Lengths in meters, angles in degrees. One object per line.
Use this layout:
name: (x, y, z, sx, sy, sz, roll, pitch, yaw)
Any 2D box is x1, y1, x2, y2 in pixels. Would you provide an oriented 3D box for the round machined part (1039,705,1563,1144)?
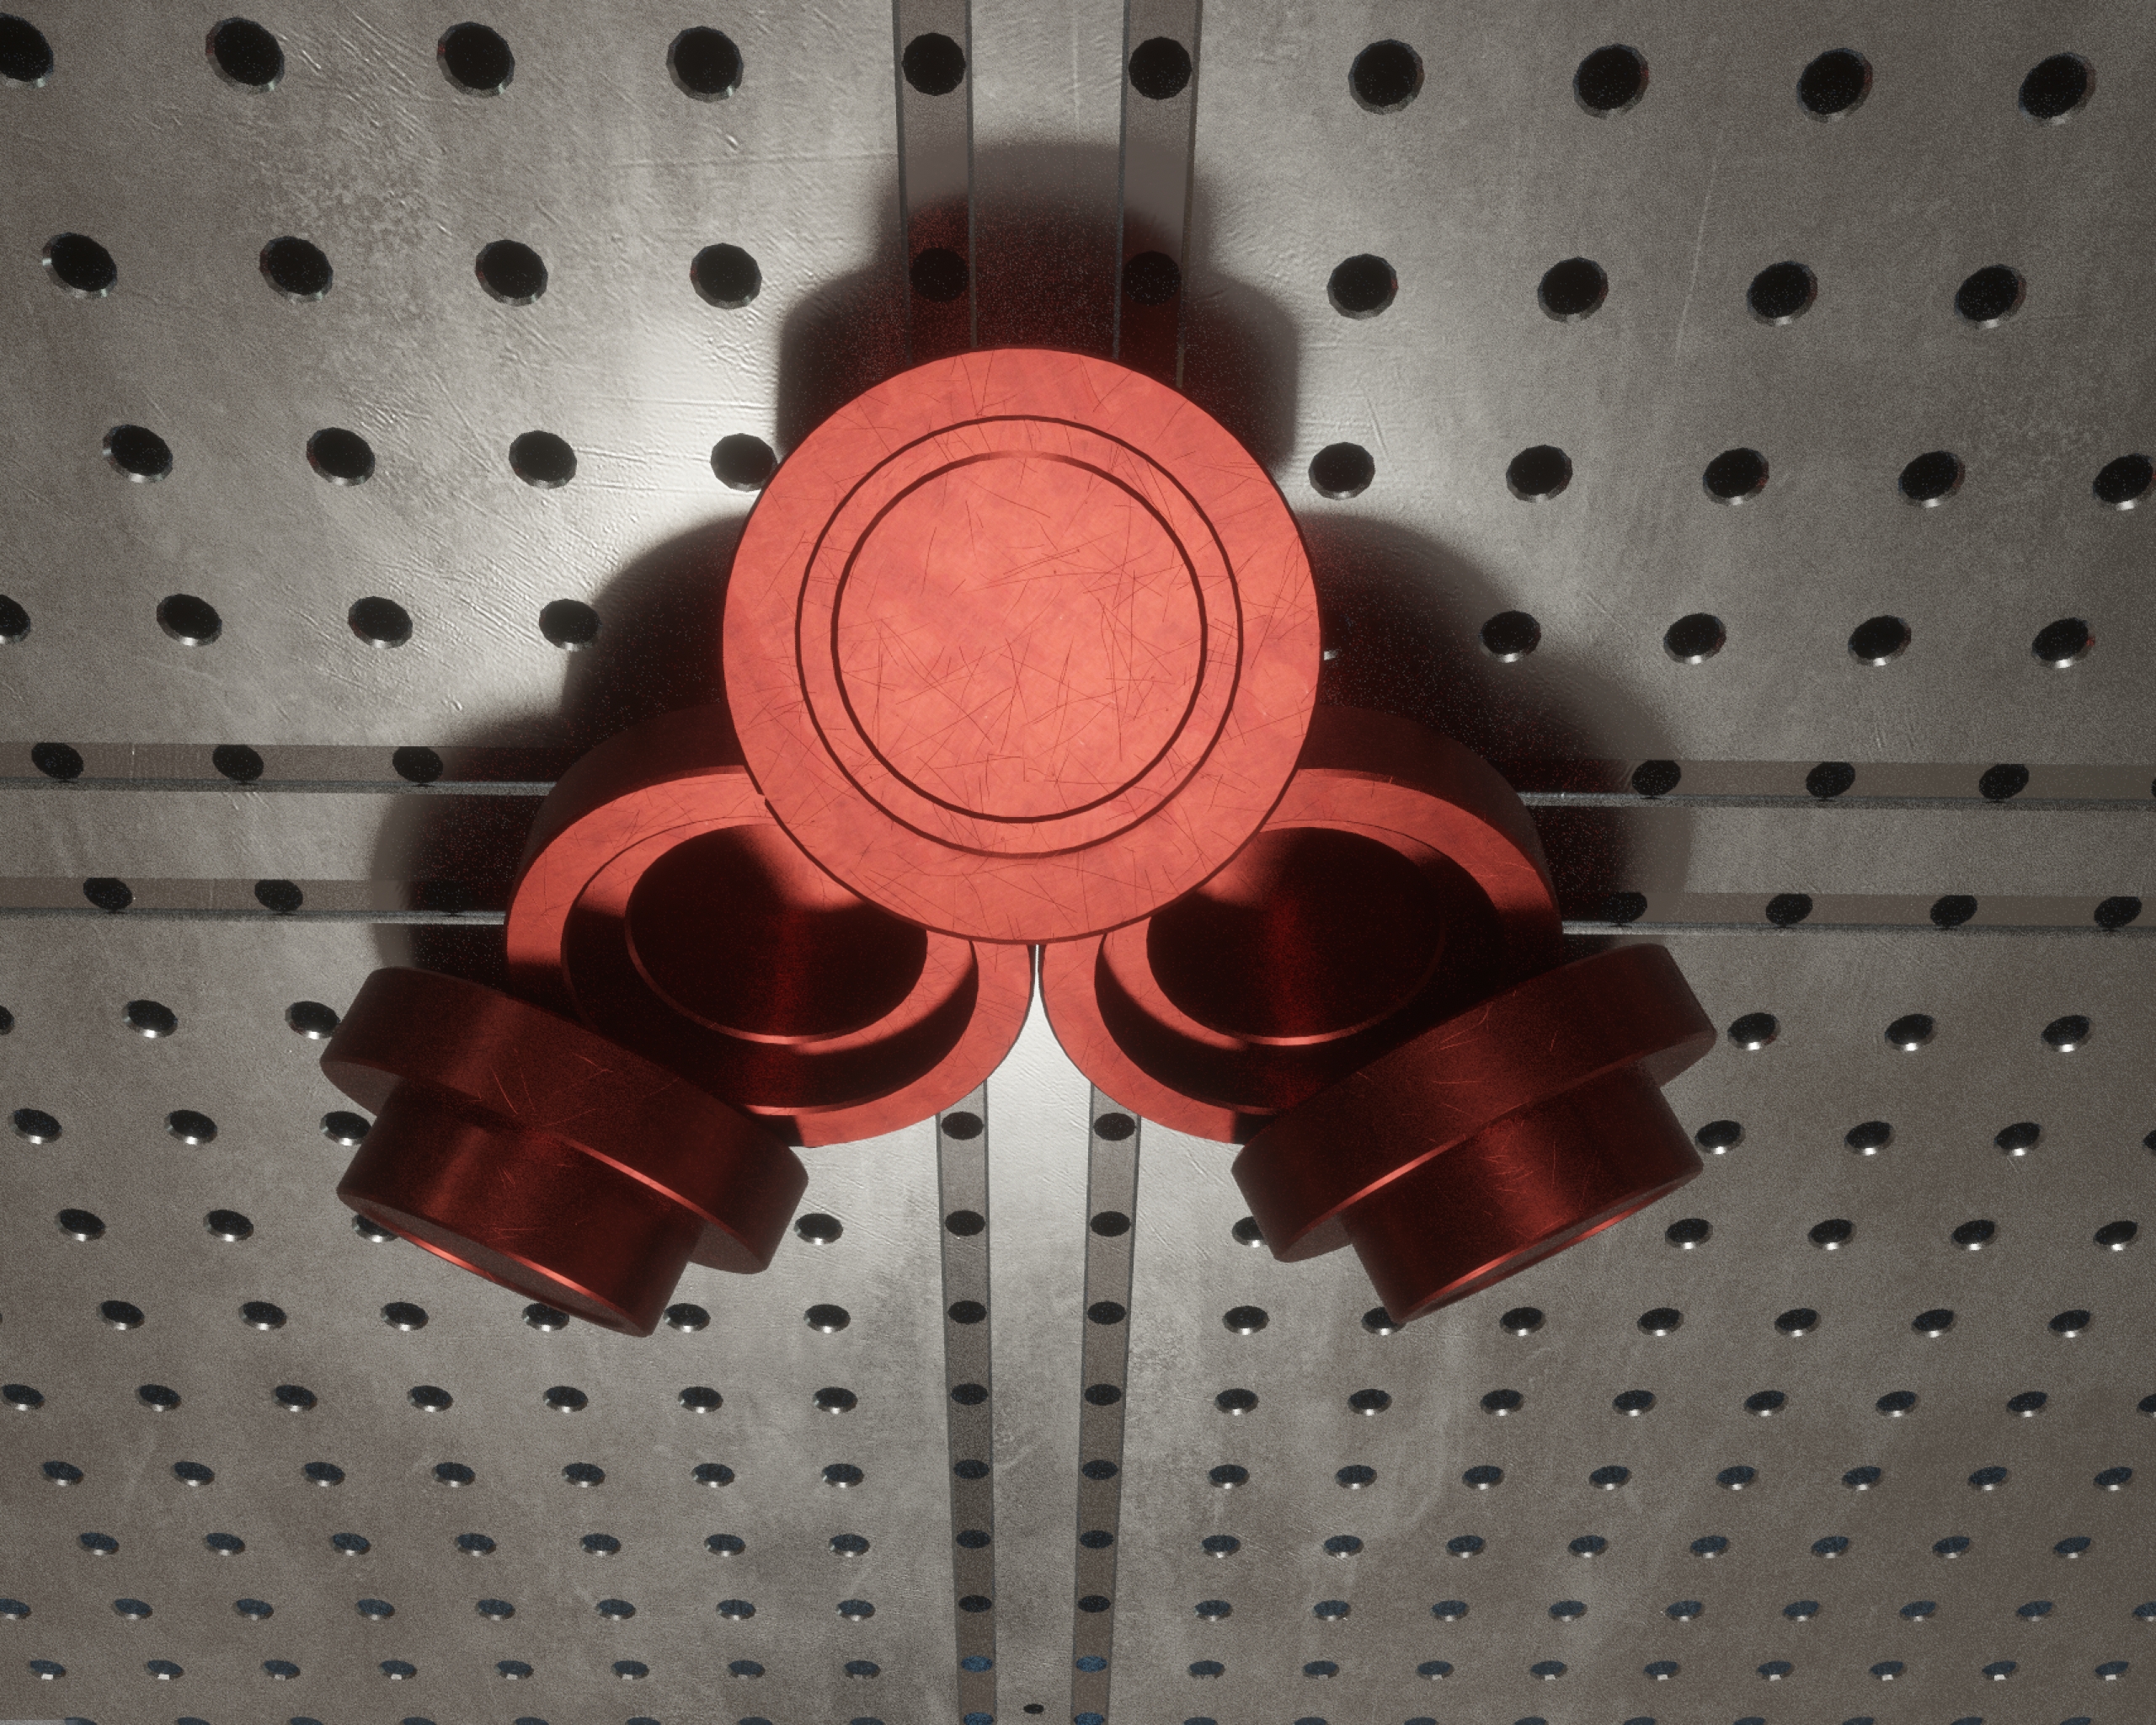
round machined part: (0.042, 0.008, 0.408, 0.099, 0.042, 0.097, -1, 130, 0)

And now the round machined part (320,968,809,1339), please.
round machined part: (-0.108, 0.063, 0.422, 0.098, 0.042, 0.098, 20, 158, 9)

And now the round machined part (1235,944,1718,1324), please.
round machined part: (0.084, 0.058, 0.416, 0.099, 0.042, 0.098, -24, 162, -8)

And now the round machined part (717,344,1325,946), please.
round machined part: (-0.009, -0.035, 0.337, 0.099, 0.042, 0.097, 0, 92, -1)

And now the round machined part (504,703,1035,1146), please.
round machined part: (-0.057, 0.007, 0.405, 0.099, 0.042, 0.097, -1, 130, 0)
